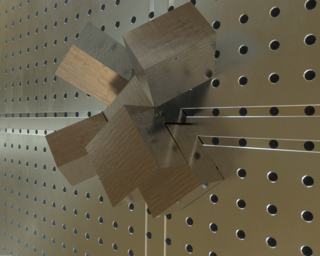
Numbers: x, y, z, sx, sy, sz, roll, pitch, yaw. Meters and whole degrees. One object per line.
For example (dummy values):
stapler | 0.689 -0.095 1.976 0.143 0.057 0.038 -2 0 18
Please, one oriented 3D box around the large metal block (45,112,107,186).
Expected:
large metal block | -0.105 0.032 0.442 0.050 0.080 0.080 60 165 24

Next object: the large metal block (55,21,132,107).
large metal block | -0.084 -0.088 0.424 0.050 0.080 0.080 -45 24 31

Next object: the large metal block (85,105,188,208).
large metal block | -0.029 0.031 0.351 0.080 0.050 0.080 -44 64 30

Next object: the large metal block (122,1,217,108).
large metal block | 0.013 -0.078 0.343 0.080 0.080 0.050 -28 66 -6

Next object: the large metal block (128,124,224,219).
large metal block | 0.016 0.052 0.380 0.080 0.050 0.080 -43 63 30

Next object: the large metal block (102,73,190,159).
large metal block | -0.021 -0.014 0.411 0.080 0.050 0.080 -46 63 30
